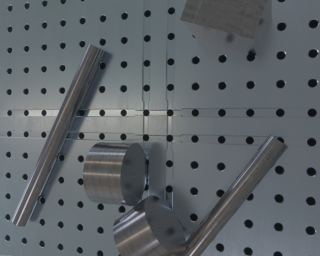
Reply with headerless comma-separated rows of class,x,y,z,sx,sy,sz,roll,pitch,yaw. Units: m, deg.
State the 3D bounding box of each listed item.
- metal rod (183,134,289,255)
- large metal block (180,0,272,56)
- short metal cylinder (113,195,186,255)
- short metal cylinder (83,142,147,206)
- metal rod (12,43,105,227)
metal rod,0.056,0.135,0.392,0.025,0.025,0.299,38,102,16
large metal block,0.079,-0.126,0.355,0.080,0.080,0.050,21,97,18
short metal cylinder,-0.012,0.132,0.388,0.050,0.080,0.080,-37,78,16
short metal cylinder,-0.055,0.059,0.403,0.050,0.080,0.079,0,90,20
metal rod,-0.156,0.016,0.467,0.025,0.025,0.298,29,99,17
